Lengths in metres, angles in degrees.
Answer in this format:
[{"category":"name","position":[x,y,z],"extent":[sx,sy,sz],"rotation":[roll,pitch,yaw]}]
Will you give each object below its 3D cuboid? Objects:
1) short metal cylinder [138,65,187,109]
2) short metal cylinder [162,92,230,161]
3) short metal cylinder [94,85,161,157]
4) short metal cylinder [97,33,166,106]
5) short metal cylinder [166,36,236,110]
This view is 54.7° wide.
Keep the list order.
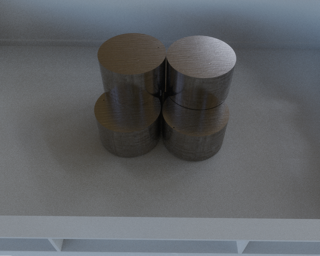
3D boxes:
[{"category":"short metal cylinder","position":[0.006,-0.061,0.438],"extent":[0.080,0.050,0.080],"rotation":[0,50,0]},{"category":"short metal cylinder","position":[0.043,-0.005,0.391],"extent":[0.080,0.050,0.080],"rotation":[0,50,0]},{"category":"short metal cylinder","position":[-0.039,-0.010,0.394],"extent":[0.080,0.050,0.080],"rotation":[0,50,0]},{"category":"short metal cylinder","position":[-0.033,-0.073,0.383],"extent":[0.080,0.050,0.080],"rotation":[0,50,0]},{"category":"short metal cylinder","position":[0.048,-0.068,0.378],"extent":[0.080,0.050,0.080],"rotation":[0,50,0]}]
